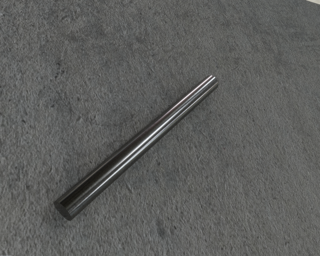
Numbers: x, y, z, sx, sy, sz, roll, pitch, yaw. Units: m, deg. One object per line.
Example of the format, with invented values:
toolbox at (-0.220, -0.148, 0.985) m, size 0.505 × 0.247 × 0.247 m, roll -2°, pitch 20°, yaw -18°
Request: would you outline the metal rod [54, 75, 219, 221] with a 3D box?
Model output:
metal rod at (-0.007, 0.005, 0.399) m, size 0.025 × 0.025 × 0.302 m, roll 46°, pitch 51°, yaw 4°
